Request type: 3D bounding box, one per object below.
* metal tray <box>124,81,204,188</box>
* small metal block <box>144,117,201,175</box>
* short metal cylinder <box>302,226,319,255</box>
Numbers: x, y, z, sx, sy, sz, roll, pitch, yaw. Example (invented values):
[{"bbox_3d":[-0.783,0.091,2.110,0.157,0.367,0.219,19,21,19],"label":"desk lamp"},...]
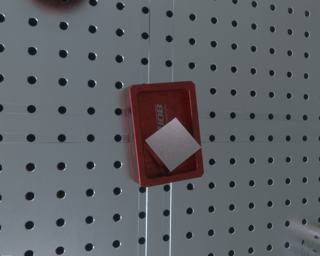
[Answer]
[{"bbox_3d":[0.006,0.006,0.412,0.091,0.030,0.129,-7,93,-20],"label":"metal tray"},{"bbox_3d":[0.015,0.023,0.396,0.050,0.025,0.050,-37,80,-16],"label":"small metal block"},{"bbox_3d":[0.281,0.206,0.504,0.081,0.050,0.079,0,90,-20],"label":"short metal cylinder"}]
